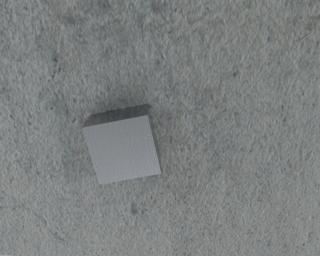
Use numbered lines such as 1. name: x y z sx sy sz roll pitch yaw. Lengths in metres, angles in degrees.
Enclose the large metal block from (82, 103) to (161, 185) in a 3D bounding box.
1. large metal block: -0.046 0.020 0.403 0.080 0.050 0.079 -11 110 3
